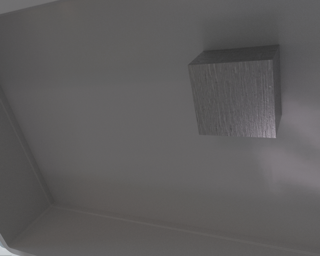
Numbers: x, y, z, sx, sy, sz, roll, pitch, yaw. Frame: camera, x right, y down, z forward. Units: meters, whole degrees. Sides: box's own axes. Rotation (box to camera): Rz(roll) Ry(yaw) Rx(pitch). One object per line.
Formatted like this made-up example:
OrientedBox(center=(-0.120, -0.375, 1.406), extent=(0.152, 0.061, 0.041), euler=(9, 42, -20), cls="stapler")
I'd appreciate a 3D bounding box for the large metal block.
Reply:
OrientedBox(center=(0.081, -0.038, 0.326), extent=(0.080, 0.050, 0.080), euler=(2, 119, 27), cls="large metal block")
